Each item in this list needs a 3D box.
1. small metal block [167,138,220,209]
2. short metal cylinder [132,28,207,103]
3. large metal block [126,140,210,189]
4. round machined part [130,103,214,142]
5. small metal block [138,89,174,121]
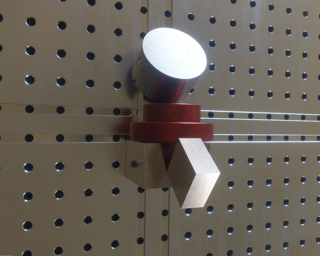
[{"bbox_3d":[0.032,0.045,0.315,0.025,0.050,0.050,1,128,-21],"label":"small metal block"},{"bbox_3d":[0.011,-0.077,0.386,0.081,0.050,0.080,10,57,-15],"label":"short metal cylinder"},{"bbox_3d":[0.007,0.041,0.386,0.081,0.080,0.050,1,90,-20],"label":"large metal block"},{"bbox_3d":[0.014,-0.006,0.369,0.099,0.098,0.042,1,90,-20],"label":"round machined part"},{"bbox_3d":[-0.002,-0.031,0.412,0.050,0.025,0.050,1,90,-21],"label":"small metal block"}]
